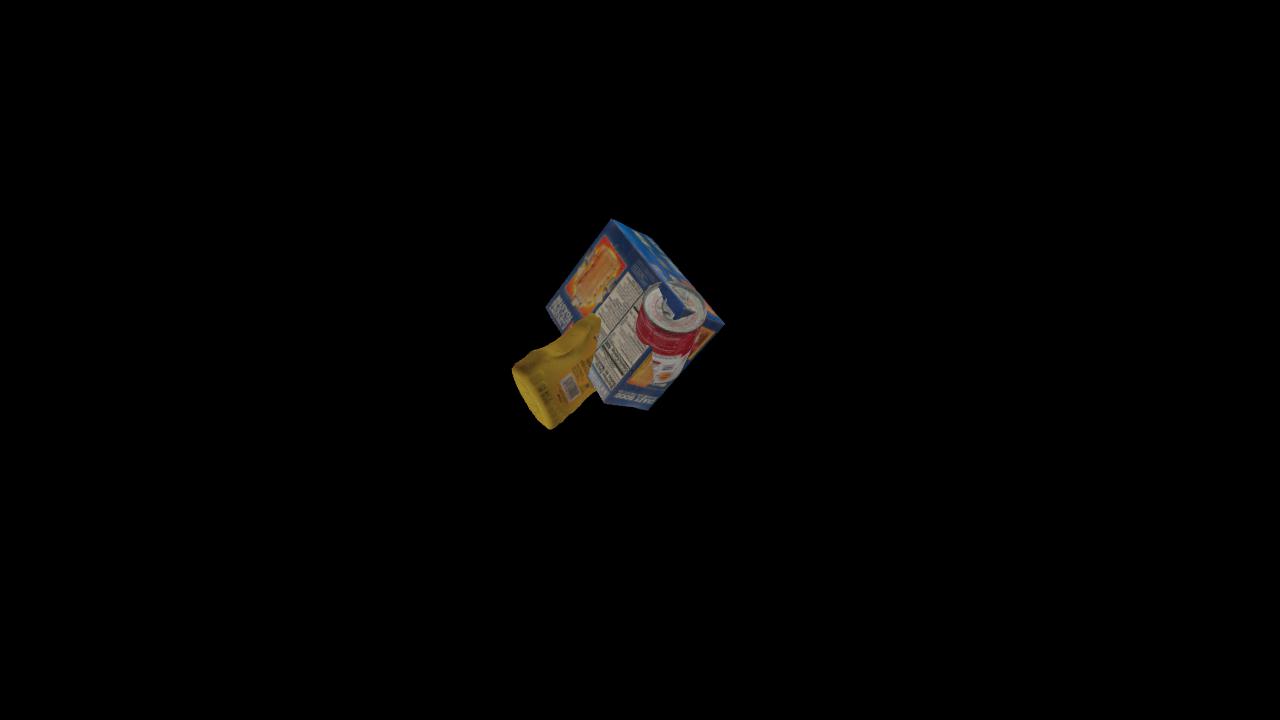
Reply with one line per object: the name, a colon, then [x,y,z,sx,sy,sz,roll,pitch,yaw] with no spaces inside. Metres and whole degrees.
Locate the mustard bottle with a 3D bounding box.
mustard bottle: [-0.053,-0.007,0.705,0.184,0.092,0.054,-38,37,-22]

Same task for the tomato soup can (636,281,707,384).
tomato soup can: [0.026,-0.026,0.658,0.068,0.068,0.101,0,-35,-13]

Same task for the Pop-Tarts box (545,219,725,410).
Pop-Tarts box: [-0.011,-0.051,0.708,0.083,0.141,0.167,17,30,-48]
